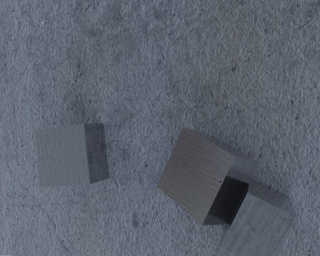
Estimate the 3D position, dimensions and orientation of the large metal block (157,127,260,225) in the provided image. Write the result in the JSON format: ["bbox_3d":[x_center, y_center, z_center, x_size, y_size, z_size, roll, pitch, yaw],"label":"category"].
[{"bbox_3d":[0.053,0.054,0.360,0.080,0.050,0.080,32,102,46],"label":"large metal block"}]

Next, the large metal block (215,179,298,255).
[{"bbox_3d":[0.104,0.109,0.342,0.050,0.080,0.080,26,99,16],"label":"large metal block"}]

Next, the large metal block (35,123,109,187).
[{"bbox_3d":[-0.124,0.038,0.439,0.080,0.050,0.080,-7,88,20],"label":"large metal block"}]
